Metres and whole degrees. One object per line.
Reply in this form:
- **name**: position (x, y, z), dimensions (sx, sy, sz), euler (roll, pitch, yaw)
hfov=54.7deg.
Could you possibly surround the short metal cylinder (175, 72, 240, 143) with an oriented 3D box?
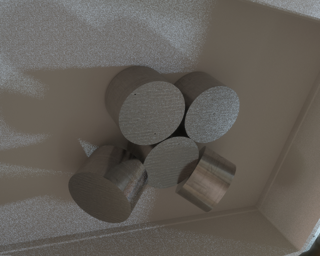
- **short metal cylinder**: position (0.056, -0.027, 0.406), dimensions (0.081, 0.050, 0.079), euler (-14, 125, -21)

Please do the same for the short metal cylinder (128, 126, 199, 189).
- **short metal cylinder**: position (0.004, 0.033, 0.413), dimensions (0.081, 0.050, 0.079), euler (-14, 125, -21)

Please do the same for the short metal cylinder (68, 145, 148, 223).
- **short metal cylinder**: position (-0.061, 0.068, 0.374), dimensions (0.050, 0.080, 0.079), euler (-57, 149, -50)

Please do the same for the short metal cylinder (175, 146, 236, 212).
- **short metal cylinder**: position (0.065, 0.073, 0.445), dimensions (0.050, 0.080, 0.080), euler (33, 103, 1)

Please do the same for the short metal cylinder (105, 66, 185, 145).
- **short metal cylinder**: position (-0.018, -0.027, 0.364), dimensions (0.081, 0.050, 0.079), euler (-14, 125, -21)
